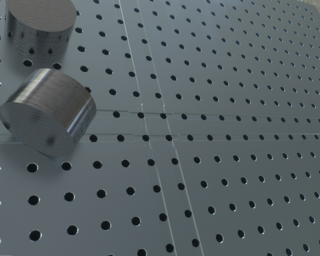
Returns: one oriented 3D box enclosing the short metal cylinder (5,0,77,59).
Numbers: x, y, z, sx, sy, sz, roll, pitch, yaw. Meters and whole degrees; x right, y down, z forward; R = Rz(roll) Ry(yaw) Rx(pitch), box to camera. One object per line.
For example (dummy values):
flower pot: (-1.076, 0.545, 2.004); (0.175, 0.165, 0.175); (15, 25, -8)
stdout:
short metal cylinder: (-0.152, -0.135, 0.393); (0.081, 0.050, 0.080); (14, 56, -21)

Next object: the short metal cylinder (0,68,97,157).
short metal cylinder: (-0.114, -0.014, 0.321); (0.080, 0.080, 0.050); (30, 52, -10)
